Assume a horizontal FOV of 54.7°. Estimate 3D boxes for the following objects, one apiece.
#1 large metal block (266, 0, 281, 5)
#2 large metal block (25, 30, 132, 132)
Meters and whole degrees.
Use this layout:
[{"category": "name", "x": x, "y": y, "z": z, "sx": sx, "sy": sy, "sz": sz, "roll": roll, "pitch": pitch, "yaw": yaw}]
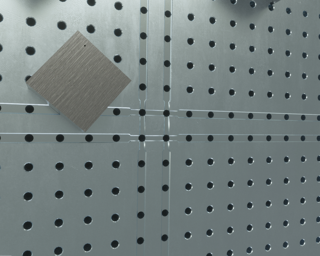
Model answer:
[{"category": "large metal block", "x": 0.170, "y": -0.237, "z": 0.448, "sx": 0.080, "sy": 0.080, "sz": 0.050, "roll": 31, "pitch": 80, "yaw": -18}, {"category": "large metal block", "x": -0.095, "y": -0.052, "z": 0.365, "sx": 0.080, "sy": 0.050, "sz": 0.080, "roll": 43, "pitch": 76, "yaw": -15}]
